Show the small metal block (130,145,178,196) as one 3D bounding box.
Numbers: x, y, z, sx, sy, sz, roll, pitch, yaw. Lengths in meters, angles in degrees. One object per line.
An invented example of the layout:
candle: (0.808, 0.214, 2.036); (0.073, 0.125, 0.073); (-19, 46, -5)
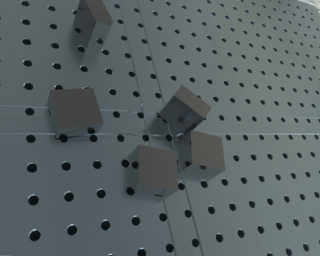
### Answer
small metal block: (-0.007, 0.052, 0.374); (0.050, 0.025, 0.050); (12, 57, -22)

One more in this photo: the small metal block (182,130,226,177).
small metal block: (0.058, 0.035, 0.420); (0.050, 0.025, 0.050); (14, 56, -21)

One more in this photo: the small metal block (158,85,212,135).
small metal block: (0.033, -0.023, 0.426); (0.050, 0.050, 0.025); (37, 51, -4)

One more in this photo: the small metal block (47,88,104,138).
small metal block: (-0.100, -0.018, 0.366); (0.050, 0.025, 0.050); (-7, 65, -32)

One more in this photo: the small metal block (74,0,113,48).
small metal block: (-0.094, -0.150, 0.434); (0.025, 0.050, 0.050); (-17, 71, -35)
